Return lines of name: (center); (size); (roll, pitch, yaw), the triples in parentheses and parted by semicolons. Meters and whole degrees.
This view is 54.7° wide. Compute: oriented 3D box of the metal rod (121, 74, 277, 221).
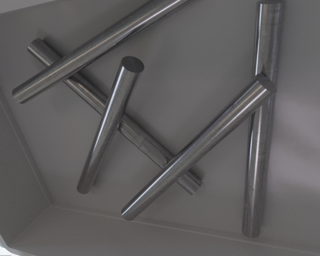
metal rod: (0.026, 0.045, 0.388); (0.025, 0.025, 0.298); (41, 129, 0)

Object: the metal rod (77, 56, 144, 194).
metal rod: (-0.081, 0.019, 0.435); (0.025, 0.025, 0.298); (36, 138, 4)

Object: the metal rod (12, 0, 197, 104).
metal rod: (-0.077, -0.095, 0.369); (0.300, 0.025, 0.025); (-22, 107, 29)

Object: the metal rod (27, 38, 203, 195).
metal rod: (-0.061, -0.015, 0.431); (0.300, 0.025, 0.025); (42, 129, -1)

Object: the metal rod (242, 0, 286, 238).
metal rod: (0.114, 0.014, 0.356); (0.025, 0.025, 0.298); (9, 122, 23)
